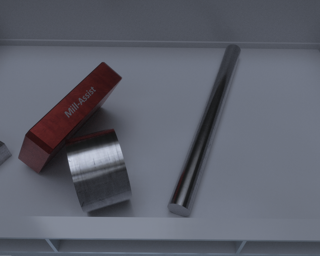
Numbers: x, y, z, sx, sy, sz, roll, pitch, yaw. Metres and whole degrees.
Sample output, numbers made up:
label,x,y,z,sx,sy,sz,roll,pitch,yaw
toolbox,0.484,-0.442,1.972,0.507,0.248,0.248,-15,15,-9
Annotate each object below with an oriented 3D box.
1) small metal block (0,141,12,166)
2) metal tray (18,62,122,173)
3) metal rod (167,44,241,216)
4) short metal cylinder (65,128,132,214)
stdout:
label,x,y,z,sx,sy,sz,roll,pitch,yaw
small metal block,-0.221,0.033,0.375,0.050,0.025,0.050,25,54,19
metal tray,-0.106,-0.013,0.370,0.030,0.090,0.130,41,55,-8
metal rod,0.071,-0.020,0.422,0.025,0.025,0.301,16,52,12
short metal cylinder,-0.065,0.044,0.331,0.050,0.080,0.080,-15,52,-12
